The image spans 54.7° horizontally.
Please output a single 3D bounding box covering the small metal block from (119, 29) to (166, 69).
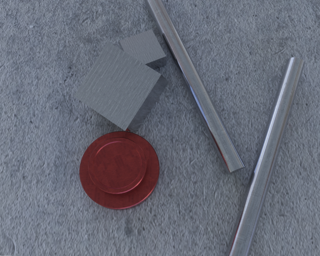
[{"bbox_3d":[-0.025,-0.108,0.447,0.050,0.025,0.050,-23,72,-9],"label":"small metal block"}]

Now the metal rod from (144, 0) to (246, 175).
[{"bbox_3d":[0.041,-0.077,0.436,0.025,0.025,0.299,-20,71,-8],"label":"metal rod"}]

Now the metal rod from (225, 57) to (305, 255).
[{"bbox_3d":[0.137,0.036,0.396,0.025,0.025,0.300,21,71,7],"label":"metal rod"}]

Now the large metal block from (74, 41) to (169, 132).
[{"bbox_3d":[-0.048,-0.050,0.399,0.080,0.050,0.080,34,94,11],"label":"large metal block"}]

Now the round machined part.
[{"bbox_3d":[-0.050,0.049,0.380,0.099,0.042,0.098,0,70,-1],"label":"round machined part"}]
